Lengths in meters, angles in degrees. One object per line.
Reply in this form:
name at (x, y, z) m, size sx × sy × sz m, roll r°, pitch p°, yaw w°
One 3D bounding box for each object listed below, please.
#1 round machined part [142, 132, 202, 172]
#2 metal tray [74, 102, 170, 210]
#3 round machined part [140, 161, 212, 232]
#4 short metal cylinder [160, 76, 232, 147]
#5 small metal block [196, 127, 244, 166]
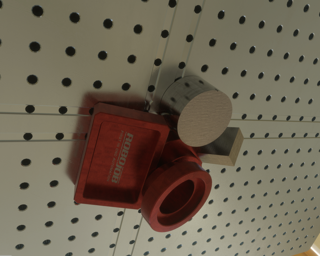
round machined part at (0.021, 0.058, 0.447) m, size 0.099 × 0.042 × 0.097 m, roll -14°, pitch 125°, yaw -21°
metal tray at (-0.051, 0.040, 0.392) m, size 0.091 × 0.030 × 0.129 m, roll 11°, pitch 113°, yaw -18°
round machined part at (0.016, 0.083, 0.400) m, size 0.099 × 0.042 × 0.097 m, roll -23°, pitch 133°, yaw -27°
short metal cylinder at (0.047, -0.022, 0.408) m, size 0.081 × 0.050 × 0.079 m, roll -14°, pitch 125°, yaw -21°
small metal block at (0.087, 0.025, 0.448) m, size 0.025 × 0.050 × 0.050 m, roll 56°, pitch 50°, yaw -39°
